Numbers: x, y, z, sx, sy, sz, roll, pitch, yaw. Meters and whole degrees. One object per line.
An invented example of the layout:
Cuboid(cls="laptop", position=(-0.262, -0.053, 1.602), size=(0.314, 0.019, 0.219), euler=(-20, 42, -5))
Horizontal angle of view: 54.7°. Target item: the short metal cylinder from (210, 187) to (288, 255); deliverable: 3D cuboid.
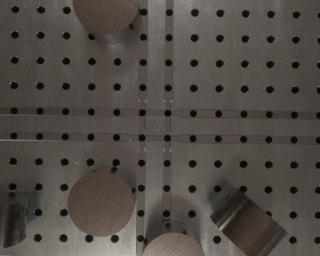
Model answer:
Cuboid(cls="short metal cylinder", position=(0.110, 0.120, 0.387), size=(0.080, 0.080, 0.050), euler=(42, 90, -1))

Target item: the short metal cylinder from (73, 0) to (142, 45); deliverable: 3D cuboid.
Cuboid(cls="short metal cylinder", position=(-0.066, -0.154, 0.400), size=(0.081, 0.050, 0.079), euler=(0, 90, -1))

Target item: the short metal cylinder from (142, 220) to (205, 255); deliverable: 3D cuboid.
Cuboid(cls="short metal cylinder", position=(0.016, 0.167, 0.401), size=(0.081, 0.050, 0.079), euler=(0, 90, -1))

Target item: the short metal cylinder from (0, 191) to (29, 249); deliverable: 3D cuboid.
Cuboid(cls="short metal cylinder", position=(-0.208, 0.112, 0.383), size=(0.081, 0.080, 0.050), euler=(3, 90, -1))

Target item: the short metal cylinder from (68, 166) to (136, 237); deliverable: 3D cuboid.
Cuboid(cls="short metal cylinder", position=(-0.072, 0.092, 0.400), size=(0.081, 0.050, 0.079), euler=(0, 90, -1))
